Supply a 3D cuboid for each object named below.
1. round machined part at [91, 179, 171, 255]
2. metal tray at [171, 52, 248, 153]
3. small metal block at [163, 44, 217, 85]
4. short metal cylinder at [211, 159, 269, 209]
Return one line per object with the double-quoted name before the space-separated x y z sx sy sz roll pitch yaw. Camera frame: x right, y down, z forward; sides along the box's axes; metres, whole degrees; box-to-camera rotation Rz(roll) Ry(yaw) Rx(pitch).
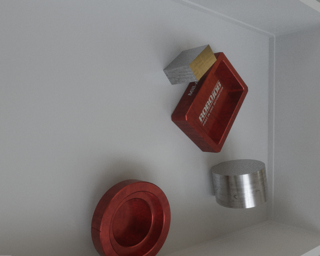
"round machined part" -0.038 0.109 0.366 0.099 0.042 0.097 0 90 -40
"metal tray" 0.080 -0.039 0.473 0.090 0.030 0.130 44 63 -31
"small metal block" 0.041 -0.087 0.427 0.050 0.050 0.025 -49 119 -29
"short metal cylinder" 0.123 0.084 0.477 0.081 0.080 0.050 -16 101 -39
